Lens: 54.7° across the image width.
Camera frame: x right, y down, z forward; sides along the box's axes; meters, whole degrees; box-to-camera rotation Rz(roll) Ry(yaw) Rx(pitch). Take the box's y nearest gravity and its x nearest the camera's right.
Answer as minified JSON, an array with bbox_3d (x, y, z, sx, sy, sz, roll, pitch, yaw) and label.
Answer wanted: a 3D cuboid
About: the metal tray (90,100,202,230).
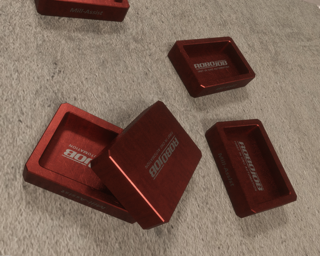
[{"bbox_3d":[-0.007,0.034,0.344,0.090,0.030,0.131,52,35,-9],"label":"metal tray"}]

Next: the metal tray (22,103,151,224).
[{"bbox_3d":[-0.067,0.038,0.341,0.131,0.030,0.090,26,52,-13],"label":"metal tray"}]

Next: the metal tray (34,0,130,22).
[{"bbox_3d":[-0.120,-0.207,0.463,0.131,0.030,0.090,-7,65,-32],"label":"metal tray"}]

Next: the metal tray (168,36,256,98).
[{"bbox_3d":[0.088,-0.104,0.513,0.131,0.030,0.090,-16,70,-35],"label":"metal tray"}]

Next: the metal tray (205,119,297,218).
[{"bbox_3d":[0.128,0.052,0.439,0.091,0.030,0.130,-5,64,-31],"label":"metal tray"}]
